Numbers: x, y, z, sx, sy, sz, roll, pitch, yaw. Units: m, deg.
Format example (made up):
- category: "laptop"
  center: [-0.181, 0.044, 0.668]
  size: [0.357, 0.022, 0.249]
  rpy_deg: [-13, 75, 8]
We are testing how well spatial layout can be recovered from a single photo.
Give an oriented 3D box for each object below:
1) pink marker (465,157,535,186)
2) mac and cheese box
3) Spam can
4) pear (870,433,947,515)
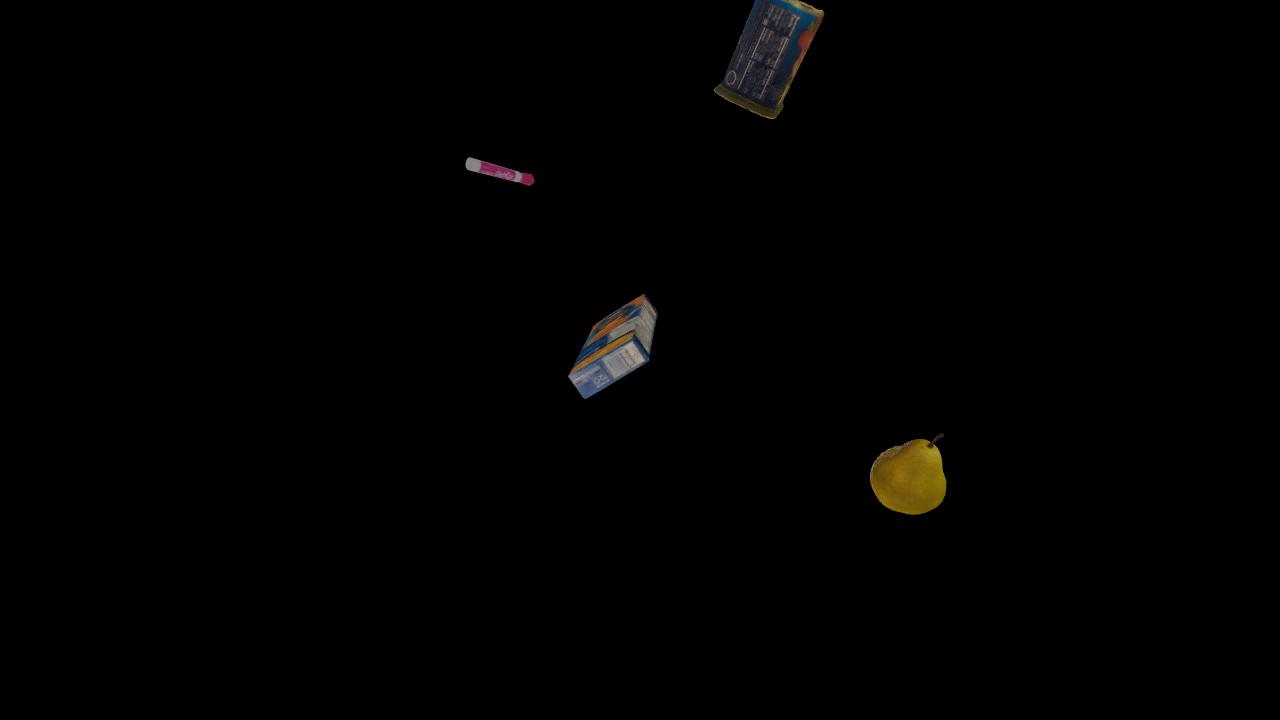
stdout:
- category: "pink marker"
  center: [-0.213, -0.290, 0.951]
  size: [0.020, 0.020, 0.121]
  rpy_deg: [0, 0, 41]
- category: "mac and cheese box"
  center: [-0.028, -0.023, 0.775]
  size: [0.093, 0.041, 0.184]
  rpy_deg: [-32, 15, 15]
- category: "Spam can"
  center: [0.111, -0.261, 0.522]
  size: [0.058, 0.085, 0.101]
  rpy_deg: [26, 32, 3]
- category: "pear"
  center: [0.299, 0.119, 0.676]
  size: [0.080, 0.111, 0.080]
  rpy_deg: [-4, 42, 4]
